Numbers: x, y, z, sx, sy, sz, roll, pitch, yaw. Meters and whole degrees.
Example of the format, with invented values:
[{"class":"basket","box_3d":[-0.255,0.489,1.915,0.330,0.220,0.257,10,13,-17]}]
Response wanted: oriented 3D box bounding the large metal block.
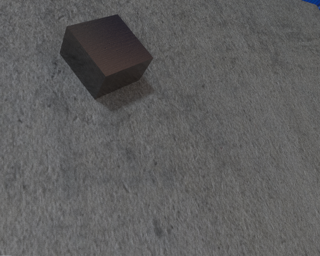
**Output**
[{"class":"large metal block","box_3d":[-0.071,-0.096,0.409,0.081,0.050,0.080,-31,80,-38]}]
